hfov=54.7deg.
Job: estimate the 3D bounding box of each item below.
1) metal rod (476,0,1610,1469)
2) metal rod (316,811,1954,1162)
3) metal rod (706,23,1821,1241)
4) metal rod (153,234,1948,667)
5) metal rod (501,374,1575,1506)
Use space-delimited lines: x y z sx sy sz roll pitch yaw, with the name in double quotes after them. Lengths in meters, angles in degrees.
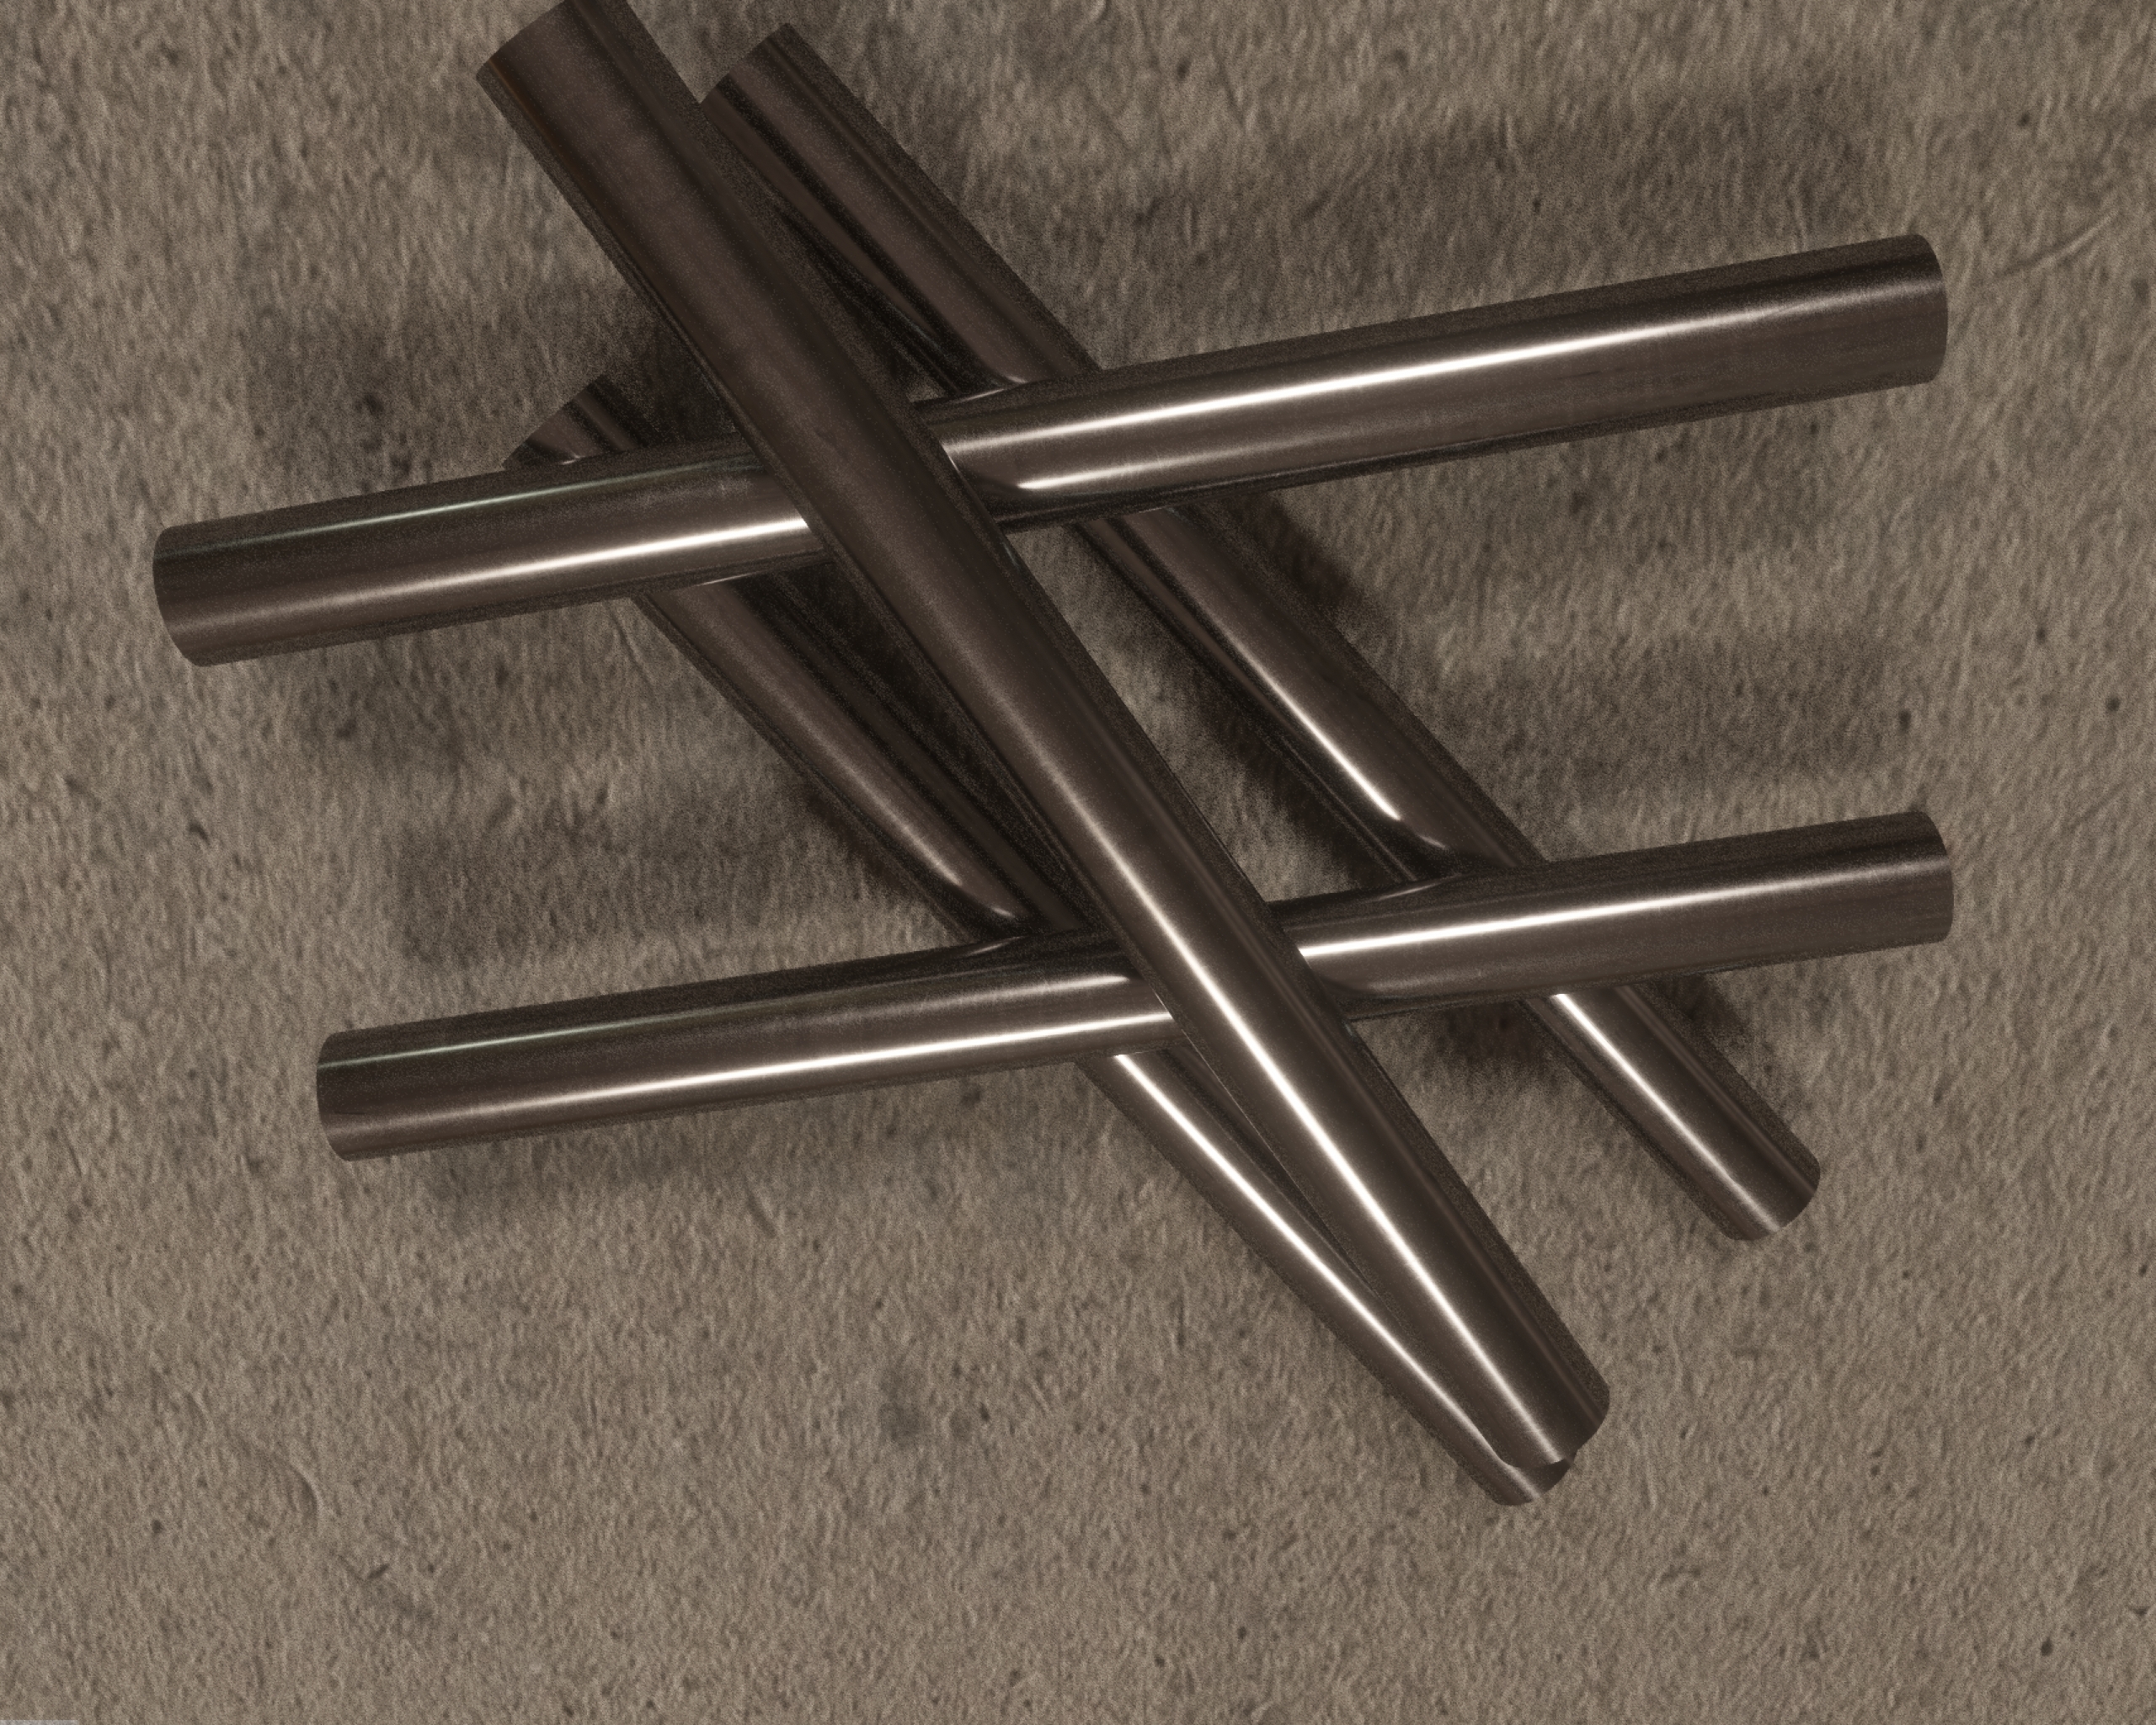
0.006 -0.009 0.355 0.025 0.025 0.299 -33 107 11 "metal rod"
0.009 0.024 0.394 0.302 0.025 0.025 -8 110 2 "metal rod"
0.043 -0.033 0.399 0.025 0.025 0.300 -41 106 13 "metal rod"
-0.007 -0.070 0.359 0.302 0.025 0.025 -9 110 2 "metal rod"
0.002 0.026 0.420 0.025 0.025 0.300 -39 106 13 "metal rod"
